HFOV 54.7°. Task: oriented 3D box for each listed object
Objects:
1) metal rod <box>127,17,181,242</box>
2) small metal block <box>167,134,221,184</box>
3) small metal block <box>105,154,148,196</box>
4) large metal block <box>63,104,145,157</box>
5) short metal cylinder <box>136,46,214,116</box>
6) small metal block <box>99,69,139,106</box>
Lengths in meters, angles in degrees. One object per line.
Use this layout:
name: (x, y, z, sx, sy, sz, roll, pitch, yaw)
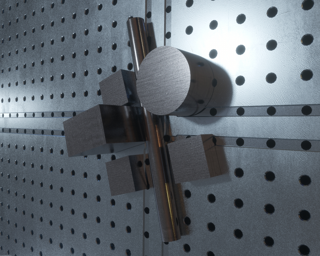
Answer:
metal rod: (-0.010, -0.004, 0.415, 0.025, 0.025, 0.298, -16, 80, 38)
small metal block: (0.041, 0.037, 0.374, 0.050, 0.025, 0.050, -19, 78, 38)
small metal block: (-0.049, 0.068, 0.447, 0.050, 0.025, 0.050, -20, 78, 38)
large metal block: (-0.074, 0.005, 0.430, 0.080, 0.081, 0.050, -19, 78, 38)
short metal cylinder: (0.018, -0.055, 0.376, 0.080, 0.050, 0.079, 0, 90, 39)
small metal block: (-0.060, -0.052, 0.456, 0.050, 0.025, 0.050, -22, 76, 37)
